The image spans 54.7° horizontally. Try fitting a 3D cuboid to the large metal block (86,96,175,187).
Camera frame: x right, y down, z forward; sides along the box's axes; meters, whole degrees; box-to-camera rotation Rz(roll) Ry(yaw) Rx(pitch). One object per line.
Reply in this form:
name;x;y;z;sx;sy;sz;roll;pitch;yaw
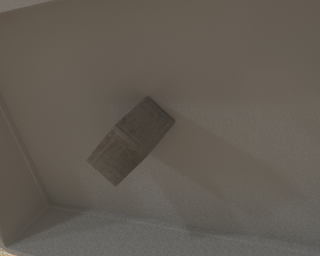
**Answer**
large metal block;-0.037;0.017;0.397;0.050;0.080;0.080;43;129;-2
